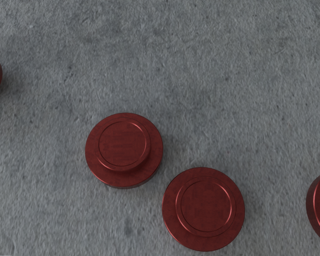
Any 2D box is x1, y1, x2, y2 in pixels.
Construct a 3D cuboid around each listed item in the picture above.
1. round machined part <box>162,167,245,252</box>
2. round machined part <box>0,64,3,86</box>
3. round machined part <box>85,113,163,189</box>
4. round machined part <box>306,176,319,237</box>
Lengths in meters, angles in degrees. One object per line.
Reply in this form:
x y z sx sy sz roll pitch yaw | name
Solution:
0.052 0.094 0.365 0.099 0.042 0.098 0 70 -1 | round machined part
-0.264 -0.066 0.420 0.099 0.042 0.098 0 70 -1 | round machined part
-0.045 0.025 0.389 0.099 0.042 0.098 0 70 -1 | round machined part
0.222 0.097 0.366 0.099 0.042 0.098 0 70 -1 | round machined part
